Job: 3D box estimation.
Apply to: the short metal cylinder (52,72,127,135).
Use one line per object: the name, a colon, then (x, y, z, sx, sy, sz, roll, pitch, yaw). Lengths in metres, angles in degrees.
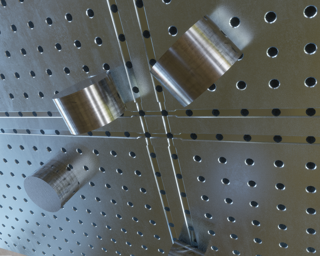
short metal cylinder: (-0.090, -0.033, 0.401, 0.080, 0.080, 0.050, -10, 113, 32)

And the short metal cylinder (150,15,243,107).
short metal cylinder: (0.036, -0.067, 0.315, 0.050, 0.080, 0.080, 46, 129, -4)

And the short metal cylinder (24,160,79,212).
short metal cylinder: (-0.196, 0.105, 0.560, 0.080, 0.050, 0.079, 13, 124, 20)

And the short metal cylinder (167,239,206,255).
short metal cylinder: (0.035, 0.228, 0.497, 0.050, 0.080, 0.079, 19, 126, 17)
